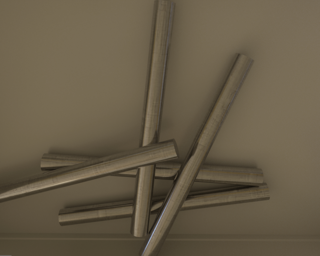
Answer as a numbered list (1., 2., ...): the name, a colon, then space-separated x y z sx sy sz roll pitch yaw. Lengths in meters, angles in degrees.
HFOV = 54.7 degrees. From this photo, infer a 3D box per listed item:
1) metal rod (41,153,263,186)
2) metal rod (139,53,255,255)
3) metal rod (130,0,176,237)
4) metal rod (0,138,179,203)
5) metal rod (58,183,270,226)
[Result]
1. metal rod: -0.009 0.058 0.431 0.302 0.025 0.025 4 110 -2
2. metal rod: 0.043 0.046 0.406 0.025 0.025 0.298 23 100 -9
3. metal rod: -0.012 -0.001 0.391 0.025 0.025 0.298 6 104 -3
4. metal rod: -0.123 0.064 0.405 0.301 0.025 0.025 -15 110 11
5. metal rod: 0.005 0.111 0.451 0.302 0.025 0.025 -8 110 2
